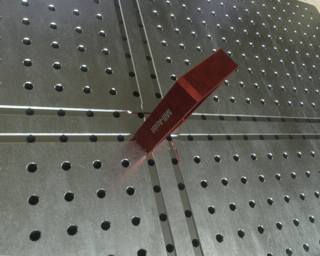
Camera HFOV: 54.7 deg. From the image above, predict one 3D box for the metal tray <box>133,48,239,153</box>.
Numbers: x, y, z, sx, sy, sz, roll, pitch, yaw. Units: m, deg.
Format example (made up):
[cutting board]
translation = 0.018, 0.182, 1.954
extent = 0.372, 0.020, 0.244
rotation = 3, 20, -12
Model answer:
[metal tray]
translation = 0.028, -0.030, 0.375
extent = 0.030, 0.129, 0.091
rotation = 47, 51, 4
